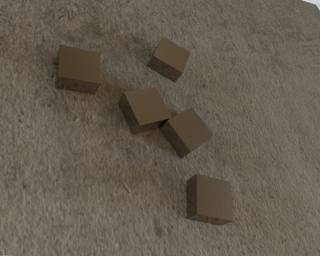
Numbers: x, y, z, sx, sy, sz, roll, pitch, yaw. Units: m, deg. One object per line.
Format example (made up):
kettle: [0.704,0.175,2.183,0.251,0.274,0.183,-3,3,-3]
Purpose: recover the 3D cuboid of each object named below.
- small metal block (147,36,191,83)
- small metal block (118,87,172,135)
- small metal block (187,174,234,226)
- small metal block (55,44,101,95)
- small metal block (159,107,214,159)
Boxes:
small metal block: [0.014,-0.106,0.478,0.050,0.025,0.050,29,52,-10]
small metal block: [-0.020,-0.024,0.409,0.050,0.025,0.050,-14,69,-34]
small metal block: [0.061,0.089,0.384,0.050,0.025,0.050,16,55,-19]
small metal block: [-0.104,-0.074,0.393,0.050,0.025,0.050,7,59,-25]
small metal block: [0.036,0.006,0.421,0.050,0.025,0.050,-30,79,-38]
